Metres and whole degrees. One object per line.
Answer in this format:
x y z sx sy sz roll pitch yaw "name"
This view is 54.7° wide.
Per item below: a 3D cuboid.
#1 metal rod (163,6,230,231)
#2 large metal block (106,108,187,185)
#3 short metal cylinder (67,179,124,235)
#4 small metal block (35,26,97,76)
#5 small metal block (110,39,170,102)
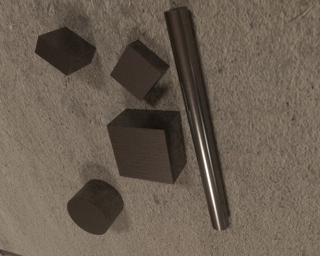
0.052 0.008 0.383 0.025 0.025 0.298 -1 118 28 "metal rod"
-0.015 0.022 0.411 0.080 0.050 0.079 4 121 25 "large metal block"
-0.110 0.135 0.530 0.080 0.050 0.079 13 124 20 "short metal cylinder"
-0.118 -0.098 0.390 0.050 0.050 0.025 36 129 4 "small metal block"
-0.025 -0.069 0.376 0.050 0.025 0.050 41 129 0 "small metal block"
